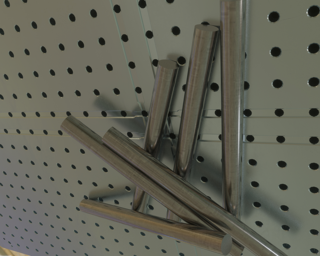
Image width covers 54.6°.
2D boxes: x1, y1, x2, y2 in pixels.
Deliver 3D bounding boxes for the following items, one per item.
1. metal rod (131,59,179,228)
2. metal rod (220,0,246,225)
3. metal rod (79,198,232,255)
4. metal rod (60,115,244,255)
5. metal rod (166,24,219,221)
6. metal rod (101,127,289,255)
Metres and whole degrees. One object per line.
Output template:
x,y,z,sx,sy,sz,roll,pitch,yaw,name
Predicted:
-0.016,0.044,0.447,0.025,0.025,0.298,23,127,14,metal rod
0.086,0.006,0.369,0.025,0.025,0.298,7,122,24,metal rod
-0.029,0.142,0.473,0.300,0.025,0.025,-1,119,43,metal rod
-0.013,0.080,0.433,0.300,0.025,0.025,36,129,3,metal rod
0.035,0.019,0.404,0.025,0.025,0.298,18,126,17,metal rod
0.050,0.096,0.410,0.300,0.025,0.025,36,129,4,metal rod
